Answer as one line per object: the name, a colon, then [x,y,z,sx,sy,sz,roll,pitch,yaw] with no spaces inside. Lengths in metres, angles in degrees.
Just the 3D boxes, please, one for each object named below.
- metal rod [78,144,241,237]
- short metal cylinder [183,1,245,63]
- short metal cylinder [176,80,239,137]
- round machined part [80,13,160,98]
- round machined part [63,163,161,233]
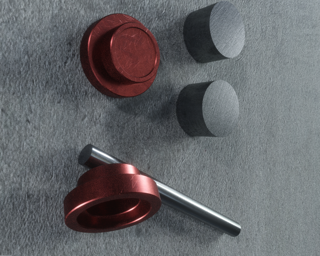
metal rod: [0.020,0.098,0.424,0.301,0.025,0.025,34,69,-35]
short metal cylinder: [0.081,-0.140,0.458,0.081,0.050,0.079,0,90,-40]
short metal cylinder: [0.070,-0.027,0.449,0.081,0.050,0.079,0,90,-40]
round machined part: [-0.039,-0.085,0.363,0.099,0.042,0.097,0,90,-40]
round machined part: [-0.051,0.072,0.329,0.099,0.098,0.042,17,43,-39]
